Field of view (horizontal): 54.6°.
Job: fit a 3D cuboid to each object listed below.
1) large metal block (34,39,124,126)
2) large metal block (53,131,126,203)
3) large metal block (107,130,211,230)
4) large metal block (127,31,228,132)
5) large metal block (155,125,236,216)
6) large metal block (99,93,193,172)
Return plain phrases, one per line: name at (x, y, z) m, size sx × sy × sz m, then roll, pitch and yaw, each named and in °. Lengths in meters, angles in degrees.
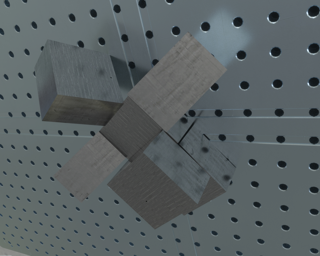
large metal block at (-0.099, -0.052, 0.377) m, size 0.050 × 0.081 × 0.080 m, roll -44°, pitch 54°, yaw 39°
large metal block at (-0.096, 0.054, 0.440) m, size 0.050 × 0.080 × 0.080 m, roll 45°, pitch 171°, yaw -2°
large metal block at (-0.002, 0.062, 0.369) m, size 0.080 × 0.050 × 0.080 m, roll 44°, pitch 128°, yaw -4°
large metal block at (0.015, -0.043, 0.322) m, size 0.050 × 0.080 × 0.080 m, roll 44°, pitch 89°, yaw -2°
large metal block at (0.038, 0.057, 0.410) m, size 0.080 × 0.050 × 0.080 m, roll 46°, pitch 128°, yaw -2°
large metal block at (-0.019, -0.001, 0.405) m, size 0.080 × 0.050 × 0.080 m, roll 44°, pitch 129°, yaw -2°
